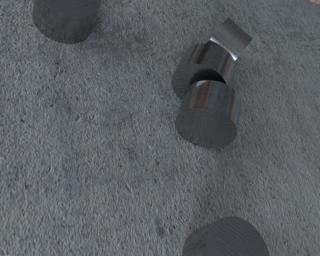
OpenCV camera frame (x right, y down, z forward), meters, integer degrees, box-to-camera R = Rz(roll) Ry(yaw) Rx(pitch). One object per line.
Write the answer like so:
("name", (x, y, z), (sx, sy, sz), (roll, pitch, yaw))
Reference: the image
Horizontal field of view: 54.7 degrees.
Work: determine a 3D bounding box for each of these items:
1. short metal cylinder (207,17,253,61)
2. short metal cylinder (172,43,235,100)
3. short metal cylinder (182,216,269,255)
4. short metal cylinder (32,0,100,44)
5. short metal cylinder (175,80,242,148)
("short metal cylinder", (0.104, -0.131, 0.504), (0.050, 0.080, 0.080), (39, 51, -2))
("short metal cylinder", (0.063, -0.074, 0.447), (0.080, 0.080, 0.050), (32, 52, -8))
("short metal cylinder", (0.071, 0.143, 0.339), (0.081, 0.050, 0.080), (14, 56, -21))
("short metal cylinder", (-0.127, -0.161, 0.418), (0.081, 0.050, 0.080), (14, 56, -21))
("short metal cylinder", (0.065, -0.017, 0.414), (0.080, 0.080, 0.050), (27, 52, -11))
